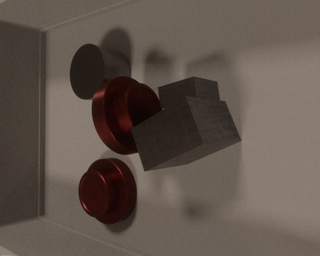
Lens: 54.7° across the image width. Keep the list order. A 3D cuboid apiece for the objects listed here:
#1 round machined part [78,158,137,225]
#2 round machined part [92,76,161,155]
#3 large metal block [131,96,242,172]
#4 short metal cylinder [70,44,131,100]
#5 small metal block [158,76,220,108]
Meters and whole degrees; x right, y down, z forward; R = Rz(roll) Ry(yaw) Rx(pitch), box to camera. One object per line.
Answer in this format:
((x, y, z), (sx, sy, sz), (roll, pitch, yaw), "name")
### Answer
((-0.084, 0.095, 0.463), (0.098, 0.042, 0.097), (0, 90, 39), "round machined part")
((-0.033, -0.018, 0.384), (0.042, 0.099, 0.097), (-14, 81, 36), "round machined part")
((0.030, 0.008, 0.345), (0.080, 0.081, 0.050), (-29, 72, 36), "large metal block")
((-0.089, -0.080, 0.462), (0.080, 0.050, 0.079), (0, 90, 39), "short metal cylinder")
((0.034, -0.039, 0.361), (0.050, 0.050, 0.025), (-11, 83, 39), "small metal block")
